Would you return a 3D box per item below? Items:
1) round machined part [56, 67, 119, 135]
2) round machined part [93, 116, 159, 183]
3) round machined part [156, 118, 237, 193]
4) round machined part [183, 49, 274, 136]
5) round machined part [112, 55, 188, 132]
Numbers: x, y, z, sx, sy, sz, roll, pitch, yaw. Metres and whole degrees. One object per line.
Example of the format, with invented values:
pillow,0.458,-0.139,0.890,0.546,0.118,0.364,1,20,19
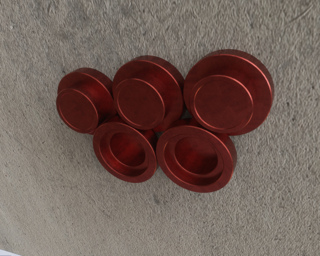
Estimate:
round machined part,-0.104,-0.031,0.431,0.098,0.042,0.097,13,124,20
round machined part,-0.041,0.026,0.433,0.098,0.042,0.097,13,124,20
round machined part,0.048,0.030,0.390,0.098,0.042,0.097,13,124,20
round machined part,0.071,-0.033,0.339,0.098,0.042,0.097,13,124,20
round machined part,-0.017,-0.037,0.383,0.098,0.042,0.097,13,124,20
